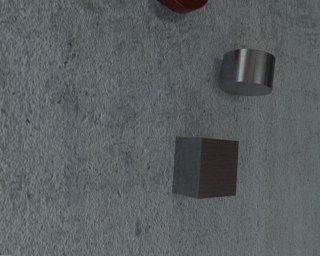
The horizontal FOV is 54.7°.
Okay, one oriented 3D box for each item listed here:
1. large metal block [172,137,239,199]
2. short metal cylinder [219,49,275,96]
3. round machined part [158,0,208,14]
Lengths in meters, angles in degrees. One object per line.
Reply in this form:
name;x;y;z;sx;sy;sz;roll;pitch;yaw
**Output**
large metal block;0.067;0.055;0.447;0.081;0.050;0.080;6;86;-40
short metal cylinder;0.137;-0.085;0.486;0.081;0.080;0.050;14;81;-40
round machined part;0.022;-0.202;0.414;0.099;0.042;0.097;0;90;-40
